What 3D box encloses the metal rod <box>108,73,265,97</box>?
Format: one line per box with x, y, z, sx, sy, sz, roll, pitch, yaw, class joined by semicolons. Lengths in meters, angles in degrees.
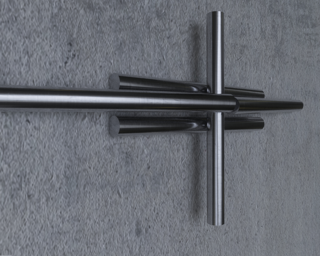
0.062;-0.055;0.459;0.302;0.025;0.025;-1;91;-40;metal rod

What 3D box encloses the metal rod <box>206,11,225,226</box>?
0.079;-0.013;0.443;0.025;0.025;0.298;0;90;-40;metal rod

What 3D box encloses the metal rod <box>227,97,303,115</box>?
0.194;-0.039;0.540;0.302;0.025;0.025;-5;94;-50;metal rod

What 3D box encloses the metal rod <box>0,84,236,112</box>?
-0.035;-0.030;0.345;0.303;0.025;0.025;-2;91;-31;metal rod

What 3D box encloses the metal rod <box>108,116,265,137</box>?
0.062;-0.005;0.460;0.302;0.025;0.025;-1;91;-40;metal rod
